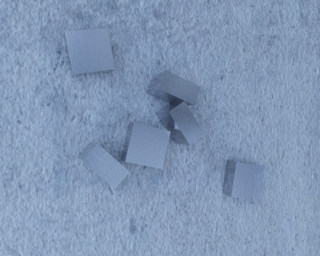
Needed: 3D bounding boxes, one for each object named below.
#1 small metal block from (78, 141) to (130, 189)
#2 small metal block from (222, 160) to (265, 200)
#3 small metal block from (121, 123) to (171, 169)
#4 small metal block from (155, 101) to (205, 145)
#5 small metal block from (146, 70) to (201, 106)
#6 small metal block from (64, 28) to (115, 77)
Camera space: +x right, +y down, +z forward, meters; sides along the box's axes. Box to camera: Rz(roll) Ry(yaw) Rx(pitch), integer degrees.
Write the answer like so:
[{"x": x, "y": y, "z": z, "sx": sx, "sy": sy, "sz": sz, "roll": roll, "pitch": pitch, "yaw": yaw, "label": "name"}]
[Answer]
[{"x": -0.069, "y": 0.043, "z": 0.371, "sx": 0.050, "sy": 0.050, "sz": 0.025, "roll": 45, "pitch": 76, "yaw": -15, "label": "small metal block"}, {"x": 0.123, "y": 0.076, "z": 0.456, "sx": 0.050, "sy": 0.025, "sz": 0.050, "roll": 10, "pitch": 87, "yaw": -20, "label": "small metal block"}, {"x": -0.019, "y": 0.023, "z": 0.403, "sx": 0.050, "sy": 0.025, "sz": 0.050, "roll": 14, "pitch": 85, "yaw": -20, "label": "small metal block"}, {"x": 0.025, "y": -0.006, "z": 0.406, "sx": 0.025, "sy": 0.050, "sz": 0.050, "roll": -36, "pitch": 102, "yaw": -17, "label": "small metal block"}, {"x": 0.016, "y": -0.049, "z": 0.403, "sx": 0.050, "sy": 0.050, "sz": 0.025, "roll": 23, "pitch": 83, "yaw": -19, "label": "small metal block"}, {"x": -0.086, "y": -0.091, "z": 0.378, "sx": 0.050, "sy": 0.025, "sz": 0.050, "roll": -11, "pitch": 94, "yaw": -20, "label": "small metal block"}]
